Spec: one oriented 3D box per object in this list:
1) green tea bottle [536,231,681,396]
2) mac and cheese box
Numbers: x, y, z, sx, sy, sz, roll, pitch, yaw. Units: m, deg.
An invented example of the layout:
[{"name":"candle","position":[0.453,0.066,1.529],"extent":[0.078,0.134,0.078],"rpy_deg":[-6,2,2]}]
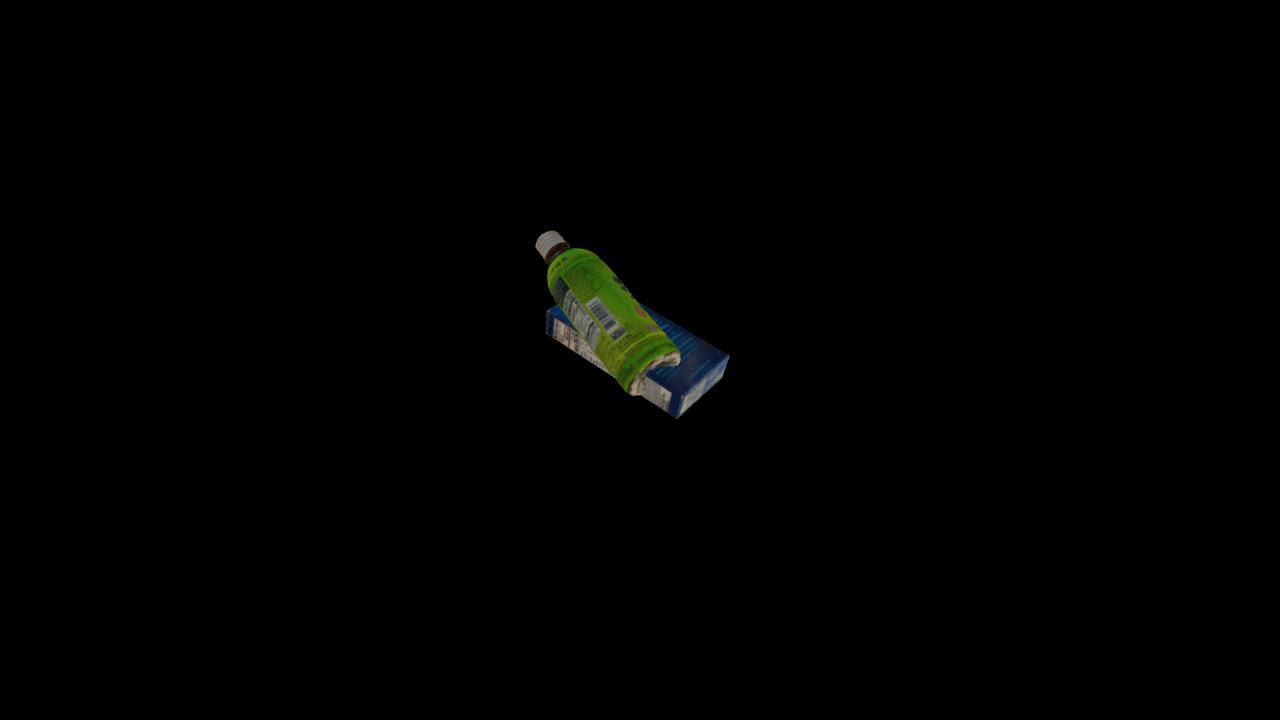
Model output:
[{"name":"green tea bottle","position":[-0.045,-0.060,0.656],"extent":[0.073,0.212,0.073],"rpy_deg":[-33,-21,-14]},{"name":"mac and cheese box","position":[-0.005,-0.017,0.676],"extent":[0.184,0.041,0.093],"rpy_deg":[32,47,22]}]
